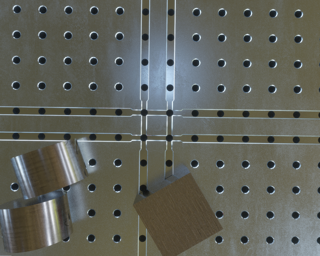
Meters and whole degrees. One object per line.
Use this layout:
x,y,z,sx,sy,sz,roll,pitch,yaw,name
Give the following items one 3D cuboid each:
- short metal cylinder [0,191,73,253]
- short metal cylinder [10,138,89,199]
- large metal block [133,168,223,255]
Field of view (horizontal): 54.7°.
-0.153,0.113,0.385,0.080,0.080,0.050,-9,90,0,short metal cylinder
-0.135,0.049,0.385,0.080,0.080,0.050,-19,90,0,short metal cylinder
0.022,0.108,0.401,0.080,0.050,0.080,-30,90,0,large metal block
